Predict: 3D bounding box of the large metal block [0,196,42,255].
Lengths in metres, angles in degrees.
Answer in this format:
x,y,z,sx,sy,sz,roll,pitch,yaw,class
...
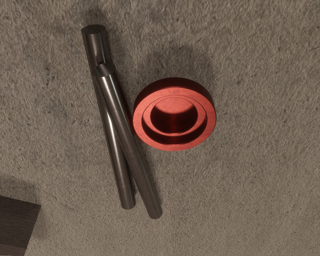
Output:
x,y,z,sx,sy,sz,roll,pitch,yaw,class
-0.251,0.164,0.507,0.081,0.080,0.050,19,127,-16,large metal block

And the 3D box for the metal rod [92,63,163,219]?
x,y,z,sx,sy,sz,roll,pitch,yaw,class
-0.033,0.043,0.425,0.025,0.025,0.299,-8,135,6,metal rod

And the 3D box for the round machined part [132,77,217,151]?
x,y,z,sx,sy,sz,roll,pitch,yaw,class
0.017,-0.021,0.379,0.099,0.042,0.097,-1,130,0,round machined part

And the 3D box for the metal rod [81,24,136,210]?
x,y,z,sx,sy,sz,roll,pitch,yaw,class
-0.060,0.011,0.415,0.025,0.025,0.298,-3,130,2,metal rod
